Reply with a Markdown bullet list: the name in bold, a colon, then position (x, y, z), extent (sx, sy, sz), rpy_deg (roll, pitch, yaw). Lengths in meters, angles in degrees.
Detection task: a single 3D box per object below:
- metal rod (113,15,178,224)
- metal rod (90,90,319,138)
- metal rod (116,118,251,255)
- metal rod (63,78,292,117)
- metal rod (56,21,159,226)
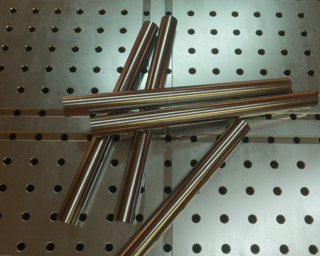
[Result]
- **metal rod**: position (-0.015, -0.025, 0.420), extent (0.025, 0.025, 0.299), rpy_deg (11, 70, 3)
- **metal rod**: position (0.064, -0.020, 0.402), extent (0.302, 0.025, 0.025), rpy_deg (-8, 70, -10)
- **metal rod**: position (0.010, 0.101, 0.375), extent (0.025, 0.025, 0.301), rpy_deg (40, 74, 13)
- **metal rod**: position (0.031, -0.042, 0.406), extent (0.302, 0.025, 0.025), rpy_deg (-6, 70, -11)
- **metal rod**: position (-0.063, -0.020, 0.418), extent (0.025, 0.025, 0.299), rpy_deg (18, 71, 6)
